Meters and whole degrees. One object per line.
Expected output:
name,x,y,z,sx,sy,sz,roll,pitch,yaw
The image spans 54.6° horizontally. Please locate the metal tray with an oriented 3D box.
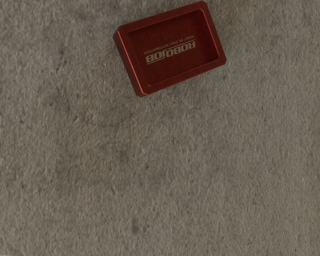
metal tray,0.015,-0.105,0.411,0.131,0.030,0.090,-24,98,-18
